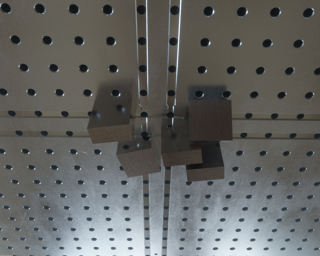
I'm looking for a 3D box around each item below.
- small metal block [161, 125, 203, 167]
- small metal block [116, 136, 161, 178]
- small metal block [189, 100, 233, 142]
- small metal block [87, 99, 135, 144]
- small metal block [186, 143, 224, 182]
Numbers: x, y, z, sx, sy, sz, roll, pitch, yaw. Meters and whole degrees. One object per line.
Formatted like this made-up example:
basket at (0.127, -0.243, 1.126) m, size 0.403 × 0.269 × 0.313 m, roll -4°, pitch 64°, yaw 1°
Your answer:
small metal block at (0.028, 0.023, 0.415) m, size 0.050 × 0.050 × 0.025 m, roll -6°, pitch 130°, yaw 5°
small metal block at (-0.029, 0.042, 0.447) m, size 0.050 × 0.025 × 0.050 m, roll -12°, pitch 129°, yaw 10°
small metal block at (0.062, -0.008, 0.386) m, size 0.050 × 0.050 × 0.025 m, roll 0°, pitch 172°, yaw 0°
small metal block at (-0.059, -0.009, 0.387) m, size 0.050 × 0.050 × 0.025 m, roll -6°, pitch 130°, yaw 5°
small metal block at (0.061, 0.046, 0.435) m, size 0.050 × 0.050 × 0.025 m, roll -6°, pitch 130°, yaw 4°
